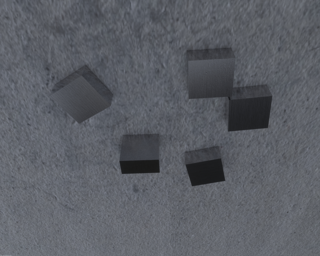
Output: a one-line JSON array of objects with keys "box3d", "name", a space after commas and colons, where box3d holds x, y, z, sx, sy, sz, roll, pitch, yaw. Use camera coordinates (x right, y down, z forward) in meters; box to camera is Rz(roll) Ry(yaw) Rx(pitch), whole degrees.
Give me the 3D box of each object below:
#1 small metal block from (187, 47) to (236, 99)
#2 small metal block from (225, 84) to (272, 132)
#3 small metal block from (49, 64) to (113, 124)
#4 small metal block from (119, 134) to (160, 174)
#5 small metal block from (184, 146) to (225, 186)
[{"box3d": [0.057, -0.062, 0.355, 0.050, 0.025, 0.050, -3, 130, 2], "name": "small metal block"}, {"box3d": [0.109, -0.024, 0.388, 0.050, 0.025, 0.050, -5, 130, 4], "name": "small metal block"}, {"box3d": [-0.093, -0.040, 0.372, 0.050, 0.025, 0.050, -27, 126, 20], "name": "small metal block"}, {"box3d": [-0.026, 0.034, 0.420, 0.050, 0.050, 0.025, -2, 130, 1], "name": "small metal block"}, {"box3d": [0.066, 0.057, 0.457, 0.050, 0.025, 0.050, -11, 130, 9], "name": "small metal block"}]
